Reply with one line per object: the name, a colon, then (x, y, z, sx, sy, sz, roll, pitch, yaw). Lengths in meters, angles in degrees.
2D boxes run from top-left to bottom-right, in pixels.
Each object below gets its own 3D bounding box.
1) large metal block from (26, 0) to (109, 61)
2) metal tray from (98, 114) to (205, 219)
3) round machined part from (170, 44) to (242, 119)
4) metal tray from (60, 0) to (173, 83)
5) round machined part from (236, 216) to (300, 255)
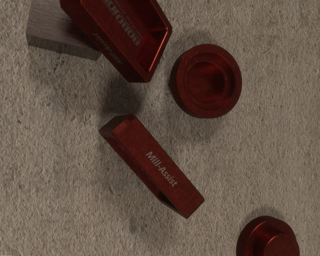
large metal block: (-0.104, -0.130, 0.358, 0.081, 0.050, 0.080, 10, 87, -20)
metal tray: (-0.013, 0.043, 0.370, 0.030, 0.090, 0.130, -43, 104, -15)
round machined part: (0.059, -0.061, 0.423, 0.099, 0.042, 0.097, 0, 90, -21)
metal tray: (-0.039, -0.123, 0.347, 0.130, 0.030, 0.090, 47, 58, -48)
round machined part: (0.168, 0.186, 0.464, 0.099, 0.042, 0.097, 0, 90, -21)
